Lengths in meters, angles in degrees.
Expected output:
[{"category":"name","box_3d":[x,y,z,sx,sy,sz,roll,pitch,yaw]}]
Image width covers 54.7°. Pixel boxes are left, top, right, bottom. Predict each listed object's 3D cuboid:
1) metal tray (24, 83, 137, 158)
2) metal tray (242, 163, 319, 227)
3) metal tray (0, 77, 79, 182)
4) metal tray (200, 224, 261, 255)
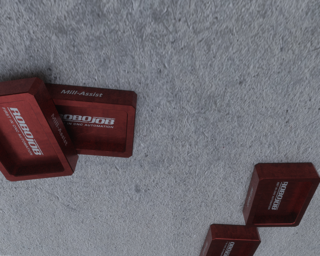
[{"category":"metal tray","box_3d":[-0.098,-0.007,0.396,0.131,0.030,0.089,5,130,-5]},{"category":"metal tray","box_3d":[0.191,0.112,0.500,0.091,0.030,0.129,-1,130,0]},{"category":"metal tray","box_3d":[-0.162,0.007,0.368,0.090,0.030,0.129,-7,130,6]},{"category":"metal tray","box_3d":[0.133,0.240,0.609,0.091,0.030,0.129,4,130,-4]}]
